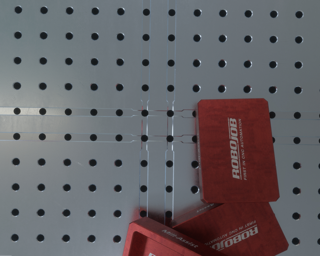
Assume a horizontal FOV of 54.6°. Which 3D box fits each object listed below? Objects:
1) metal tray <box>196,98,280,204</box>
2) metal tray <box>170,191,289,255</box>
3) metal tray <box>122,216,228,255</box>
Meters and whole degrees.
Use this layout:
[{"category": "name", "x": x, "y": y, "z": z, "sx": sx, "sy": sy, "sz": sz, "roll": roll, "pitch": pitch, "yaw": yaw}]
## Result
[{"category": "metal tray", "x": 0.095, "y": 0.028, "z": 0.394, "sx": 0.090, "sy": 0.030, "sz": 0.130, "roll": -1, "pitch": 74, "yaw": 0}, {"category": "metal tray", "x": 0.090, "y": 0.142, "z": 0.412, "sx": 0.130, "sy": 0.030, "sz": 0.090, "roll": -25, "pitch": 90, "yaw": 0}, {"category": "metal tray", "x": 0.014, "y": 0.175, "z": 0.374, "sx": 0.130, "sy": 0.030, "sz": 0.090, "roll": 16, "pitch": 97, "yaw": 31}]
